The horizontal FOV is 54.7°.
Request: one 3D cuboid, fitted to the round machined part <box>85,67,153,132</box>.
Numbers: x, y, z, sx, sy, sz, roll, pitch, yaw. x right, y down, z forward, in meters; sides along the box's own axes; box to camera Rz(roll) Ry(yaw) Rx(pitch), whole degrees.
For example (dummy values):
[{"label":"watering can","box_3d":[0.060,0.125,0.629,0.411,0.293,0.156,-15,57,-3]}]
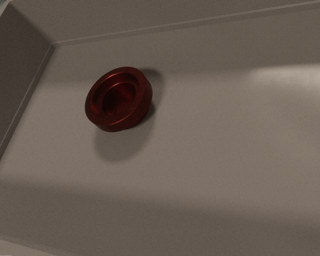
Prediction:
[{"label":"round machined part","box_3d":[-0.054,-0.037,0.444,0.098,0.042,0.098,-13,56,20]}]
